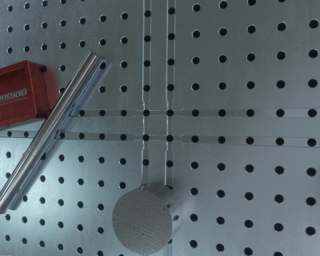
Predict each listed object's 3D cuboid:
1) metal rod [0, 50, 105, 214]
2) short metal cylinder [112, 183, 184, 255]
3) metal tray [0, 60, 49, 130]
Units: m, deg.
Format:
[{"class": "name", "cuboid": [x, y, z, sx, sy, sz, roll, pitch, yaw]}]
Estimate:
[{"class": "metal rod", "cuboid": [-0.177, 0.013, 0.474, 0.025, 0.025, 0.299, 39, 102, 15]}, {"class": "short metal cylinder", "cuboid": [-0.015, 0.116, 0.404, 0.080, 0.050, 0.080, 0, 90, 20]}, {"class": "metal tray", "cuboid": [-0.245, -0.047, 0.496, 0.130, 0.030, 0.090, -12, 86, 19]}]
